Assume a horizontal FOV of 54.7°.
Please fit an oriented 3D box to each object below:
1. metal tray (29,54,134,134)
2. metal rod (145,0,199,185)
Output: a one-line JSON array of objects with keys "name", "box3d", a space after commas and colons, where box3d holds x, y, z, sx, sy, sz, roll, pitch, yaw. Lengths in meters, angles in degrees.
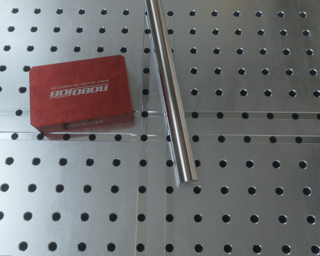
[{"name": "metal tray", "box3d": [-0.107, -0.047, 0.425, 0.131, 0.030, 0.090, -9, 70, -4]}, {"name": "metal rod", "box3d": [0.012, -0.071, 0.437, 0.025, 0.025, 0.299, -9, 70, -3]}]
